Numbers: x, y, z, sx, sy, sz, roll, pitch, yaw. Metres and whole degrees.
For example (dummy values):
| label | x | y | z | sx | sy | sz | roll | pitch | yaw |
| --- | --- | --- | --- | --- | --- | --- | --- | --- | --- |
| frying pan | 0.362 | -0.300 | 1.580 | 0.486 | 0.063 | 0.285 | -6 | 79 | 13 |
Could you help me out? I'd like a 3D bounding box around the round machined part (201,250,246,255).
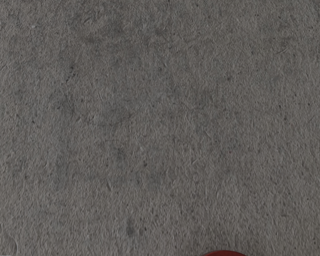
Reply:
| label | x | y | z | sx | sy | sz | roll | pitch | yaw |
| --- | --- | --- | --- | --- | --- | --- | --- | --- | --- |
| round machined part | 0.069 | 0.183 | 0.332 | 0.099 | 0.042 | 0.098 | 0 | 70 | 0 |
